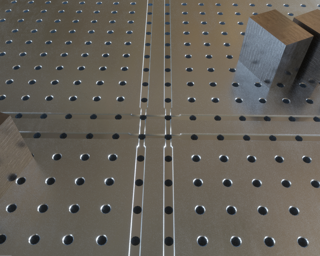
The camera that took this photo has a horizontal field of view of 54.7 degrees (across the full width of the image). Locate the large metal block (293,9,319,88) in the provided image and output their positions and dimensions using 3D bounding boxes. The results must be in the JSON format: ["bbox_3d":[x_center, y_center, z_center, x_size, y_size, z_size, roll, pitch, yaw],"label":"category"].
[{"bbox_3d":[0.241,-0.123,0.478,0.050,0.080,0.080,-24,54,-19],"label":"large metal block"}]

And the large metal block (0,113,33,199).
[{"bbox_3d":[-0.198,0.033,0.341,0.050,0.080,0.080,17,52,13],"label":"large metal block"}]

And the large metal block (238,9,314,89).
[{"bbox_3d":[0.173,-0.121,0.476,0.050,0.080,0.080,-21,54,-17],"label":"large metal block"}]
